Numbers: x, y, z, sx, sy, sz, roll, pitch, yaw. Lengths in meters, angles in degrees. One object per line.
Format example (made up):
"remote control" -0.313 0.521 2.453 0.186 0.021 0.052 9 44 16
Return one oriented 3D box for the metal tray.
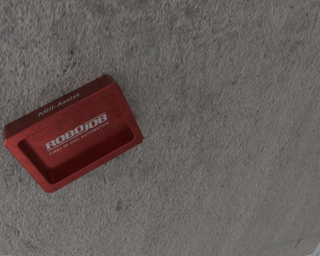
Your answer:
"metal tray" -0.094 0.008 0.356 0.131 0.030 0.090 -30 128 -10
